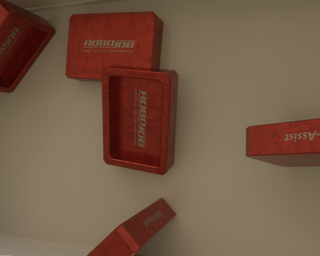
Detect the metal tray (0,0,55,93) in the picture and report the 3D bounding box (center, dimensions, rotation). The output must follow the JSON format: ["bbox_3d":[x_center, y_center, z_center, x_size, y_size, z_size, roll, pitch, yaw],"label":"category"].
[{"bbox_3d":[-0.226,-0.113,0.453,0.030,0.090,0.130,45,104,14],"label":"metal tray"}]

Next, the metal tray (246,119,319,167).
[{"bbox_3d":[0.161,0.016,0.293,0.130,0.091,0.030,-8,73,43],"label":"metal tray"}]

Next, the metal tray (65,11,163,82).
[{"bbox_3d":[-0.065,-0.110,0.430,0.130,0.030,0.089,5,92,19],"label":"metal tray"}]

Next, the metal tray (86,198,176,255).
[{"bbox_3d":[-0.039,0.135,0.367,0.090,0.130,0.030,-45,76,14],"label":"metal tray"}]

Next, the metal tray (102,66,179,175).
[{"bbox_3d":[-0.027,-0.011,0.397,0.090,0.030,0.129,8,109,19],"label":"metal tray"}]
